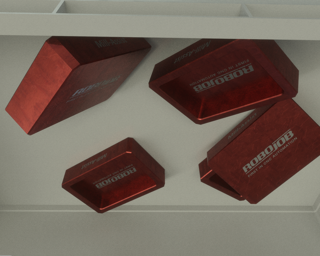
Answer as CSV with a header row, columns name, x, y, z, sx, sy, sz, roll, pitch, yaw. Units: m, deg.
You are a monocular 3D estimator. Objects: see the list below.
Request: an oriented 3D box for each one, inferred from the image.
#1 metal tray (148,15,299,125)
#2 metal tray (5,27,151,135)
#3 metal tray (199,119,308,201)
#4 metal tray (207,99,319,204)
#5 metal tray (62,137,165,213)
name,x,y,z,sx,sy,sz,roll,pitch,yaw
metal tray,0.063,-0.051,0.327,0.090,0.030,0.130,35,146,-30
metal tray,-0.071,-0.050,0.297,0.030,0.131,0.090,48,121,2
metal tray,0.131,0.048,0.448,0.090,0.030,0.129,29,124,-23
metal tray,0.137,0.027,0.398,0.090,0.030,0.130,42,108,-10
metal tray,-0.069,0.076,0.469,0.130,0.030,0.090,-28,125,21
